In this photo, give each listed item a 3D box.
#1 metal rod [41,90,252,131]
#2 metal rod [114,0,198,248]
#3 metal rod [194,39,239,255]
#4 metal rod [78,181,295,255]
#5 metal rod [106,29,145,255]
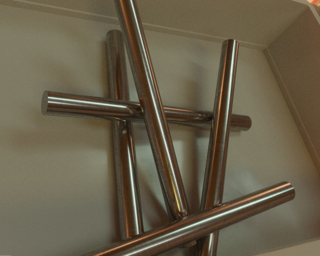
[{"bbox_3d":[0.009,-0.016,0.395,0.302,0.025,0.025,4,60,-35],"label":"metal rod"},{"bbox_3d":[-0.007,-0.016,0.351,0.025,0.025,0.298,-13,87,-33],"label":"metal rod"},{"bbox_3d":[0.078,0.010,0.404,0.025,0.025,0.299,19,65,-17],"label":"metal rod"},{"bbox_3d":[0.029,0.104,0.318,0.303,0.025,0.025,-11,67,-28],"label":"metal rod"},{"bbox_3d":[-0.046,-0.003,0.382,0.025,0.025,0.299,6,59,-25],"label":"metal rod"}]
